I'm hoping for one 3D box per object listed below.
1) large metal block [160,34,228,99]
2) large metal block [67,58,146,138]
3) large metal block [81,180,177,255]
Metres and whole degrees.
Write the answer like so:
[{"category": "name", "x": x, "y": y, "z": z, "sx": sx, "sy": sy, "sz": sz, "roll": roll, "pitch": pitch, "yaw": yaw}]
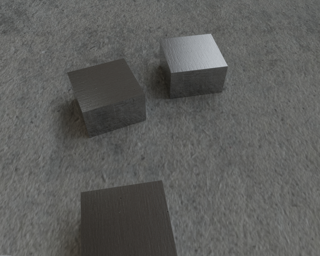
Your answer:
[{"category": "large metal block", "x": 0.047, "y": -0.094, "z": 0.467, "sx": 0.081, "sy": 0.050, "sz": 0.080, "roll": -8, "pitch": 51, "yaw": -7}, {"category": "large metal block", "x": -0.072, "y": -0.043, "z": 0.422, "sx": 0.081, "sy": 0.050, "sz": 0.080, "roll": -18, "pitch": 53, "yaw": -15}, {"category": "large metal block", "x": -0.031, "y": 0.103, "z": 0.300, "sx": 0.081, "sy": 0.050, "sz": 0.080, "roll": -7, "pitch": 51, "yaw": -7}]
